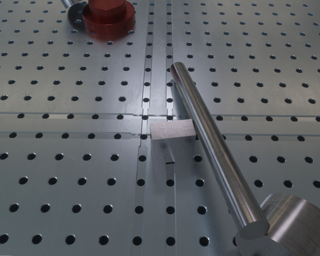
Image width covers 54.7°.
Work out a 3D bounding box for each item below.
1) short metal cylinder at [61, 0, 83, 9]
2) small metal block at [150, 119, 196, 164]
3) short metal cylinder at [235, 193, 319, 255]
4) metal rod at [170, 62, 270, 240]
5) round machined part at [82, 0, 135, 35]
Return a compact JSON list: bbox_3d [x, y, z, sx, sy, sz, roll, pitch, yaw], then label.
[{"bbox_3d":[-0.160,-0.272,0.596,0.080,0.050,0.080,-22,27,12],"label":"short metal cylinder"},{"bbox_3d":[0.015,0.017,0.377,0.050,0.050,0.025,-6,51,-5],"label":"small metal block"},{"bbox_3d":[0.117,0.107,0.283,0.080,0.080,0.050,37,59,26],"label":"short metal cylinder"},{"bbox_3d":[0.052,-0.005,0.367,0.025,0.025,0.300,-7,37,-6],"label":"metal rod"},{"bbox_3d":[-0.097,-0.221,0.582,0.099,0.042,0.098,0,50,0],"label":"round machined part"}]
